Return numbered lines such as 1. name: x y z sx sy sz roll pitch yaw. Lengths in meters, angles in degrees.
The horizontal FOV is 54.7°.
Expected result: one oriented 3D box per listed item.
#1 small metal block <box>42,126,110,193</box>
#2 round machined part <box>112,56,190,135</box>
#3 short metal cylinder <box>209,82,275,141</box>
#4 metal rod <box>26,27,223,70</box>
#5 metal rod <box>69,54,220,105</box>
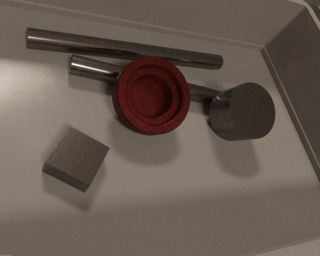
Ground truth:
1. small metal block: -0.090 0.034 0.337 0.050 0.025 0.050 30 52 -10
2. round machined part: -0.014 -0.039 0.398 0.099 0.042 0.097 3 83 -25
3. short metal cylinder: 0.120 -0.022 0.453 0.081 0.050 0.080 3 82 -24
4. metal rod: -0.033 -0.112 0.457 0.303 0.025 0.025 0 62 -29
5. metal rod: 0.023 -0.058 0.454 0.302 0.025 0.025 10 58 -23
